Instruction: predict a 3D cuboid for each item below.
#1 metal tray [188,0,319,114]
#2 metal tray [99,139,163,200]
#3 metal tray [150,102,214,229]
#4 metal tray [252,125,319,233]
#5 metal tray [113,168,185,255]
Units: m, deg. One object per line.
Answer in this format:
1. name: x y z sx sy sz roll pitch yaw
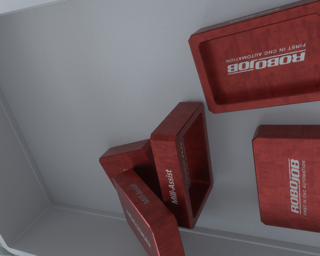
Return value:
1. metal tray: 0.103 -0.067 0.309 0.130 0.030 0.090 -7 115 31
2. metal tray: -0.024 0.085 0.471 0.090 0.030 0.130 -15 111 34
3. metal tray: 0.032 0.044 0.376 0.030 0.090 0.129 3 120 27
4. metal tray: 0.161 0.060 0.358 0.090 0.030 0.129 0 119 28
5. metal tray: -0.016 0.120 0.401 0.130 0.030 0.089 34 143 57
